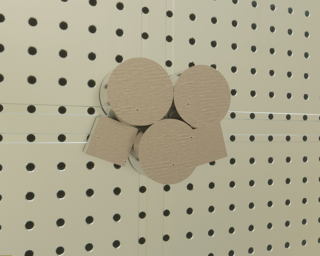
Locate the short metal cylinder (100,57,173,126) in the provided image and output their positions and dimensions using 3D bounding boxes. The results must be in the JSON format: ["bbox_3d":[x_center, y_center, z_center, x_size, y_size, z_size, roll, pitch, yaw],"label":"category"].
[{"bbox_3d":[-0.030,-0.043,0.384,0.081,0.050,0.079,0,90,-20],"label":"short metal cylinder"}]

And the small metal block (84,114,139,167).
[{"bbox_3d":[-0.061,0.016,0.386,0.050,0.025,0.050,22,83,-19],"label":"small metal block"}]

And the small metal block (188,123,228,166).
[{"bbox_3d":[0.061,0.022,0.432,0.050,0.025,0.050,-15,95,-20],"label":"small metal block"}]

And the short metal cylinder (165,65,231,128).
[{"bbox_3d":[0.046,-0.040,0.412,0.081,0.050,0.079,0,90,-20],"label":"short metal cylinder"}]

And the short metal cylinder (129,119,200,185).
[{"bbox_3d":[0.004,0.028,0.397,0.081,0.050,0.079,0,90,-20],"label":"short metal cylinder"}]
